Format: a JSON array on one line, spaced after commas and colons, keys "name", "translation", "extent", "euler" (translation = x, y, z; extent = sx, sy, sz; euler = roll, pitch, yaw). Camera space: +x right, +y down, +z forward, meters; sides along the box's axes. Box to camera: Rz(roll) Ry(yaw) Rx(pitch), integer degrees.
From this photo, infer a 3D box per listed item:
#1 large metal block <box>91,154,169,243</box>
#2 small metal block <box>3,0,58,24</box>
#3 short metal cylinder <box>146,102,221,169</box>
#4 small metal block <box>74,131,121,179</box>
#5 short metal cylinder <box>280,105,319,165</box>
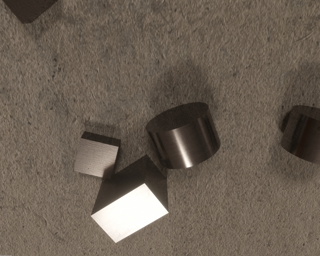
[{"name": "large metal block", "translation": [-0.037, 0.091, 0.414], "extent": [0.080, 0.080, 0.050], "euler": [-33, 107, 11]}, {"name": "small metal block", "translation": [-0.150, -0.155, 0.351], "extent": [0.050, 0.025, 0.050], "euler": [-34, 107, 11]}, {"name": "short metal cylinder", "translation": [0.029, 0.008, 0.384], "extent": [0.080, 0.080, 0.050], "euler": [-19, 109, 6]}, {"name": "small metal block", "translation": [-0.085, 0.037, 0.422], "extent": [0.050, 0.025, 0.050], "euler": [14, 109, -6]}, {"name": "short metal cylinder", "translation": [0.199, 0.008, 0.386], "extent": [0.081, 0.080, 0.050], "euler": [10, 110, -4]}]
